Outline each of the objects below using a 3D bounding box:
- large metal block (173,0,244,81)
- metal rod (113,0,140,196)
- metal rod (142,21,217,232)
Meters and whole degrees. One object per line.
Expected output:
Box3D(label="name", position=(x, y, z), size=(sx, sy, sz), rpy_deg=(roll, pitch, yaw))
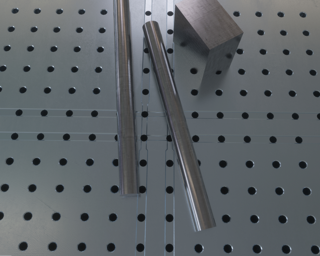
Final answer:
Box3D(label="large metal block", position=(0.062, -0.126, 0.429), size=(0.050, 0.080, 0.080), rpy_deg=(-29, 73, -10))
Box3D(label="metal rod", position=(-0.049, -0.057, 0.432), size=(0.025, 0.025, 0.299), rpy_deg=(-4, 70, -2))
Box3D(label="metal rod", position=(0.020, -0.017, 0.417), size=(0.025, 0.025, 0.299), rpy_deg=(-13, 71, -5))
